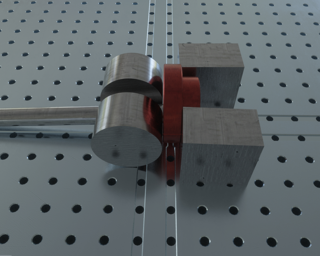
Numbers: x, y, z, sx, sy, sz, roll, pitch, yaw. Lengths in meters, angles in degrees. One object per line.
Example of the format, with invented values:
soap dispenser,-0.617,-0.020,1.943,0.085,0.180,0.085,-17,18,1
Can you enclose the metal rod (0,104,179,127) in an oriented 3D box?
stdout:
metal rod,-0.119,-0.016,0.405,0.302,0.025,0.025,-1,50,4

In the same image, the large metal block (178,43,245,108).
large metal block,0.065,-0.069,0.431,0.081,0.080,0.050,0,50,0

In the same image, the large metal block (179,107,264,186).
large metal block,0.064,0.023,0.354,0.080,0.080,0.050,2,50,2

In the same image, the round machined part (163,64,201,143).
round machined part,0.026,-0.030,0.385,0.042,0.097,0.098,1,50,1

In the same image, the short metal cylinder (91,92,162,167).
short metal cylinder,-0.037,0.004,0.367,0.080,0.080,0.050,1,51,1

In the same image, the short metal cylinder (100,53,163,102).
short metal cylinder,-0.036,-0.053,0.416,0.080,0.080,0.050,1,51,0
